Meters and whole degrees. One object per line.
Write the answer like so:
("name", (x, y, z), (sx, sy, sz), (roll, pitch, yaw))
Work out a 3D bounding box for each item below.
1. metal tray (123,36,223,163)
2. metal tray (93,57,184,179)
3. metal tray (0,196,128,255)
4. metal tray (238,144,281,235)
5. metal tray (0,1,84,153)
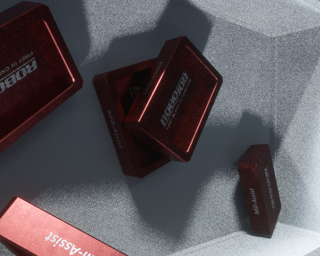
("metal tray", (0.022, -0.035, 0.381), (0.090, 0.030, 0.130), (39, 66, -33))
("metal tray", (-0.020, -0.015, 0.386), (0.091, 0.030, 0.129), (-27, 107, -37))
("metal tray", (-0.070, 0.114, 0.262), (0.130, 0.089, 0.030), (26, 56, 6))
("metal tray", (0.174, 0.103, 0.533), (0.091, 0.030, 0.129), (-34, 112, -53))
("metal tray", (-0.137, -0.039, 0.267), (0.131, 0.030, 0.090), (-47, 141, -30))
